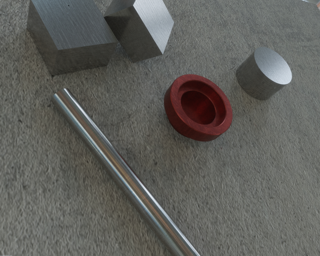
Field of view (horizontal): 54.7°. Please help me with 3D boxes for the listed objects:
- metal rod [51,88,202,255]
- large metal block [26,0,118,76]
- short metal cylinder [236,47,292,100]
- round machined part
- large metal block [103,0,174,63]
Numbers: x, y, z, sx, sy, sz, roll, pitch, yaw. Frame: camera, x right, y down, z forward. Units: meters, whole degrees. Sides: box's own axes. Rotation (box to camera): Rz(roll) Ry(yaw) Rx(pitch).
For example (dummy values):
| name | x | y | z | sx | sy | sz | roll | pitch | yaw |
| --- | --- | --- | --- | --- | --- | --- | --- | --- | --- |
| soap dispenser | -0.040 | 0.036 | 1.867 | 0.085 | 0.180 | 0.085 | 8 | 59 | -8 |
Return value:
| name | x | y | z | sx | sy | sz | roll | pitch | yaw |
| --- | --- | --- | --- | --- | --- | --- | --- | --- | --- |
| metal rod | -0.022 | 0.076 | 0.346 | 0.025 | 0.025 | 0.300 | -34 | 81 | -38 |
| large metal block | -0.114 | -0.121 | 0.401 | 0.081 | 0.050 | 0.080 | -20 | 73 | -36 |
| short metal cylinder | 0.183 | -0.096 | 0.548 | 0.081 | 0.050 | 0.080 | 14 | 56 | -21 |
| round machined part | 0.049 | -0.024 | 0.436 | 0.099 | 0.042 | 0.098 | 14 | 56 | -21 |
| large metal block | -0.027 | -0.155 | 0.445 | 0.080 | 0.050 | 0.080 | 53 | 40 | -39 |
